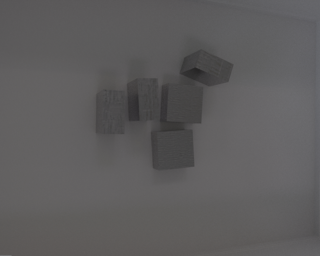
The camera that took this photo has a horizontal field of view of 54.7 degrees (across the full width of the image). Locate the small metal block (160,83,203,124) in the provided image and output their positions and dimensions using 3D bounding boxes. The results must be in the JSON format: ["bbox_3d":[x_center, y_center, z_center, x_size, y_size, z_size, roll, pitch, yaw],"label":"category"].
[{"bbox_3d":[0.029,-0.032,0.421,0.050,0.025,0.050,4,89,-20],"label":"small metal block"}]

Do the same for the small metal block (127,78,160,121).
[{"bbox_3d":[-0.022,-0.034,0.389,0.025,0.050,0.050,-3,91,-20],"label":"small metal block"}]

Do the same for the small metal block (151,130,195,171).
[{"bbox_3d":[0.017,0.028,0.417,0.050,0.025,0.050,-4,91,-20],"label":"small metal block"}]

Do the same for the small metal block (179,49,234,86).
[{"bbox_3d":[0.062,-0.080,0.420,0.050,0.050,0.025,20,84,-19],"label":"small metal block"}]

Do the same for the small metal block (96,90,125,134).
[{"bbox_3d":[-0.061,-0.018,0.375,0.025,0.050,0.050,1,90,-20],"label":"small metal block"}]
